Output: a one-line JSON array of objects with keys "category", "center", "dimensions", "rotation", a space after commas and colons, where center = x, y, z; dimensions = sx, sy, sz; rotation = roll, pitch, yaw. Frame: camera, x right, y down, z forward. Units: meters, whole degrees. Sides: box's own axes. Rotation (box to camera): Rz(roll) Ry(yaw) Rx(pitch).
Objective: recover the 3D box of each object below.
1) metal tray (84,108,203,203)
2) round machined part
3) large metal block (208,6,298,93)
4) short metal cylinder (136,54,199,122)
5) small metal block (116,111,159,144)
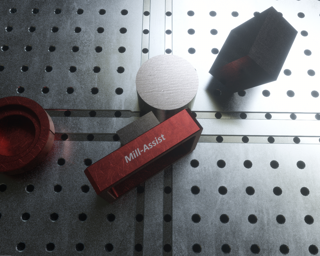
[{"category": "metal tray", "center": [-0.016, 0.036, 0.363], "dimensions": [0.131, 0.090, 0.030], "rotation": [-31, 73, -11]}, {"category": "round machined part", "center": [-0.184, 0.012, 0.396], "dimensions": [0.099, 0.042, 0.098], "rotation": [0, 70, -1]}, {"category": "large metal block", "center": [0.122, -0.100, 0.413], "dimensions": [0.050, 0.080, 0.080], "rotation": [35, 71, -18]}, {"category": "short metal cylinder", "center": [0.009, -0.051, 0.417], "dimensions": [0.081, 0.050, 0.080], "rotation": [0, 70, 0]}, {"category": "small metal block", "center": [-0.025, 0.010, 0.395], "dimensions": [0.050, 0.050, 0.025], "rotation": [-31, 73, -11]}]
